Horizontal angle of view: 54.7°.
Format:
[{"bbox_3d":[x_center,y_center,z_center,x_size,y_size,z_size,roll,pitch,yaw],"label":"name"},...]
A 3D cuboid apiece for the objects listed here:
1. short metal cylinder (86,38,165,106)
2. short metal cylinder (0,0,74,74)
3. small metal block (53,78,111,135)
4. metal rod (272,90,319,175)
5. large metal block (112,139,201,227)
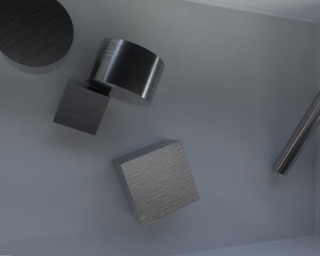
[{"bbox_3d":[-0.040,-0.064,0.367,0.080,0.080,0.050,22,83,-19],"label":"short metal cylinder"},{"bbox_3d":[-0.140,-0.104,0.346,0.081,0.050,0.079,0,90,-21],"label":"short metal cylinder"},{"bbox_3d":[-0.093,-0.025,0.368,0.050,0.025,0.050,20,104,-19],"label":"small metal block"},{"bbox_3d":[0.247,-0.062,0.438,0.025,0.025,0.298,18,109,-20],"label":"metal rod"},{"bbox_3d":[-0.006,0.066,0.396,0.081,0.050,0.080,-21,97,-19],"label":"large metal block"}]
